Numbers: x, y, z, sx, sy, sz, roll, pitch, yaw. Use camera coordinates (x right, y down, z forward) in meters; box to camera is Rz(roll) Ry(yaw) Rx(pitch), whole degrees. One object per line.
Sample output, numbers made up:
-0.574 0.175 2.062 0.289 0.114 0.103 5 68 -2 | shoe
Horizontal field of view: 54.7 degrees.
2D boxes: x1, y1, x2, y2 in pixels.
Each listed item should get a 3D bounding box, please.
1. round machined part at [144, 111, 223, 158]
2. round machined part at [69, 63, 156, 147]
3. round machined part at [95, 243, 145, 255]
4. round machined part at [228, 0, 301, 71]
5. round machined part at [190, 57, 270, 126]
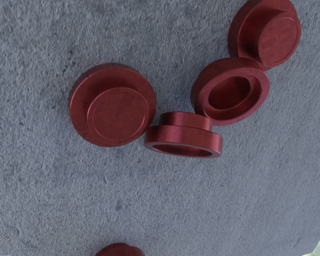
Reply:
0.031 0.009 0.394 0.099 0.098 0.042 18 74 -35 | round machined part
-0.050 -0.020 0.349 0.099 0.042 0.097 -9 119 -17 | round machined part
-0.070 0.224 0.496 0.099 0.042 0.097 -14 124 -21 | round machined part
0.140 -0.118 0.399 0.099 0.042 0.097 -14 124 -21 | round machined part
0.086 -0.051 0.398 0.099 0.042 0.097 -10 139 -9 | round machined part
